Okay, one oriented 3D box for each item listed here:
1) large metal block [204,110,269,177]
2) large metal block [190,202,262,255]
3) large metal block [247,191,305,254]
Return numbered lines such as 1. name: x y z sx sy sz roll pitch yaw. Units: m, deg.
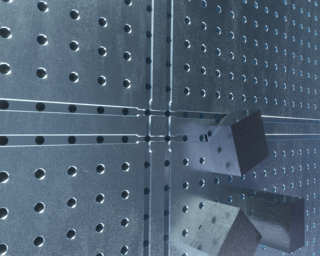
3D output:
1. large metal block: 0.124 0.021 0.496 0.081 0.050 0.080 -24 106 -37
2. large metal block: 0.104 0.175 0.479 0.080 0.050 0.080 51 60 -28
3. large metal block: 0.200 0.160 0.540 0.050 0.080 0.080 -1 91 -40
